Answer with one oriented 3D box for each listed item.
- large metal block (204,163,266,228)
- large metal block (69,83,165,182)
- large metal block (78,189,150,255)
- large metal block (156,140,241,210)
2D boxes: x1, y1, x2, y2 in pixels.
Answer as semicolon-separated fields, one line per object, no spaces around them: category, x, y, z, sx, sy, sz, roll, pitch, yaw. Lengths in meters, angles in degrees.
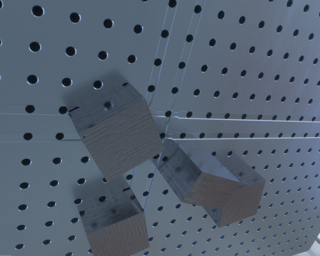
large metal block;0.128;0.116;0.540;0.081;0.050;0.079;-11;124;-23
large metal block;-0.050;0.005;0.372;0.080;0.050;0.080;-29;129;-11
large metal block;-0.066;0.147;0.452;0.081;0.050;0.079;-18;126;-18
large metal block;0.054;0.068;0.449;0.080;0.080;0.050;20;108;-36
